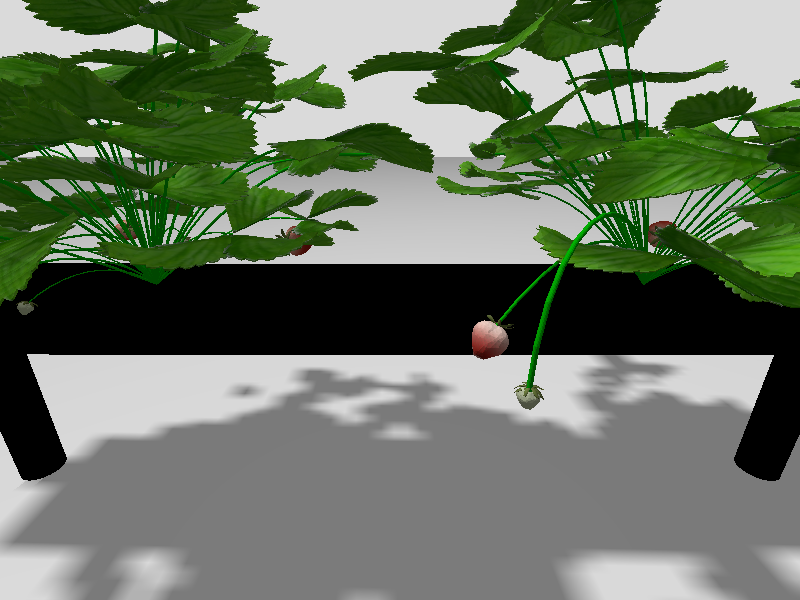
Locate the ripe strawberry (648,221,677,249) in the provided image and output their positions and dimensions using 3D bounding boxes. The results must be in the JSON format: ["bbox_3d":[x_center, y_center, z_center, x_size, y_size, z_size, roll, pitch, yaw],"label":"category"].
[{"bbox_3d":[0.324,-0.080,0.491,0.037,0.033,0.034,15,25,33],"label":"ripe strawberry"}]

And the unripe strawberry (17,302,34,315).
[{"bbox_3d":[-0.289,0.007,0.309,0.011,0.010,0.010,20,-3,41],"label":"unripe strawberry"}]

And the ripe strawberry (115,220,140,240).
[{"bbox_3d":[-0.360,-0.093,0.531,0.031,0.026,0.031,-16,2,-34],"label":"ripe strawberry"}]

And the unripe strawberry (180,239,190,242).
[{"bbox_3d":[-0.266,-0.070,0.496,0.013,0.014,0.013,-6,41,-15],"label":"unripe strawberry"}]

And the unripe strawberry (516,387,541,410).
[{"bbox_3d":[0.058,0.045,0.182,0.010,0.011,0.011,17,27,37],"label":"unripe strawberry"}]

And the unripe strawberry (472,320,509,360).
[{"bbox_3d":[0.053,0.025,0.242,0.023,0.023,0.020,25,-15,47],"label":"unripe strawberry"}]

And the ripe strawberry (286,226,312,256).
[{"bbox_3d":[-0.114,-0.069,0.459,0.033,0.035,0.031,-18,28,-40],"label":"ripe strawberry"}]
